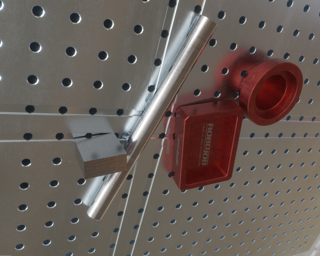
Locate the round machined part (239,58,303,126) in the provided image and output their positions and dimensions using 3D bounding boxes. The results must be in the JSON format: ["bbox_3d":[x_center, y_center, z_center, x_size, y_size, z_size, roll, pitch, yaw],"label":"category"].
[{"bbox_3d":[0.156,-0.055,0.453,0.099,0.042,0.097,-14,125,-21],"label":"round machined part"}]

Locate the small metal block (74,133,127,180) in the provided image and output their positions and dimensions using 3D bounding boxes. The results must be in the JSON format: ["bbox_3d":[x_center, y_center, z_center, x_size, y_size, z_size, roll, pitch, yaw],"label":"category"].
[{"bbox_3d":[-0.073,0.032,0.377,0.050,0.050,0.025,-9,123,-24],"label":"small metal block"}]

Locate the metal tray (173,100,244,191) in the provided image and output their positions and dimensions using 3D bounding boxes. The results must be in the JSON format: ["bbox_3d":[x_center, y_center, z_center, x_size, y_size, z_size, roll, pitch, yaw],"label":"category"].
[{"bbox_3d":[0.068,0.027,0.458,0.091,0.030,0.129,-9,123,-18],"label":"metal tray"}]

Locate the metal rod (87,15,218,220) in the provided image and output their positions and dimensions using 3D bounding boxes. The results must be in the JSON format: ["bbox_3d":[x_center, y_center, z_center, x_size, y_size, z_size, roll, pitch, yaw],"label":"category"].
[{"bbox_3d":[-0.017,-0.003,0.401,0.025,0.025,0.298,21,107,-36],"label":"metal rod"}]
